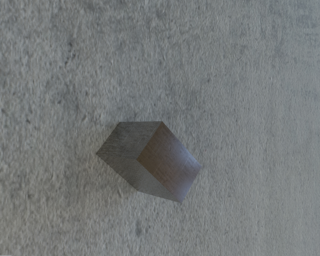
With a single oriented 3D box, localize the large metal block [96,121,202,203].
[{"bbox_3d":[-0.013,0.037,0.360,0.080,0.080,0.050,48,61,-30],"label":"large metal block"}]
